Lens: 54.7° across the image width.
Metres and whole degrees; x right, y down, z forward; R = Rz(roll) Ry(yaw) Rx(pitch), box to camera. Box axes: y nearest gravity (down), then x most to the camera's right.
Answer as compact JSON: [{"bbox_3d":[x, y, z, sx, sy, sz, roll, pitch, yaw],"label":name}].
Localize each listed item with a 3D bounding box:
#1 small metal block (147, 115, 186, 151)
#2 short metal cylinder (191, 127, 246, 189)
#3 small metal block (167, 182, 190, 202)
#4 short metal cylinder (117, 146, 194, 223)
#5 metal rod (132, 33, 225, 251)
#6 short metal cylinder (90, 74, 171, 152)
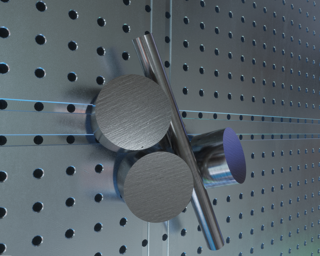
[{"bbox_3d":[0.000,-0.004,0.405,0.050,0.025,0.050,-51,120,-28],"label":"small metal block"},{"bbox_3d":[0.084,0.044,0.442,0.080,0.050,0.080,33,49,-48],"label":"short metal cylinder"},{"bbox_3d":[0.029,0.073,0.429,0.050,0.025,0.050,-48,119,-29],"label":"small metal block"},{"bbox_3d":[-0.008,0.064,0.365,0.081,0.050,0.079,-1,94,-17],"label":"short metal cylinder"},{"bbox_3d":[0.029,0.029,0.396,0.025,0.025,0.298,-32,110,-35],"label":"metal rod"},{"bbox_3d":[-0.034,-0.014,0.342,0.081,0.050,0.080,3,81,-19],"label":"short metal cylinder"}]
